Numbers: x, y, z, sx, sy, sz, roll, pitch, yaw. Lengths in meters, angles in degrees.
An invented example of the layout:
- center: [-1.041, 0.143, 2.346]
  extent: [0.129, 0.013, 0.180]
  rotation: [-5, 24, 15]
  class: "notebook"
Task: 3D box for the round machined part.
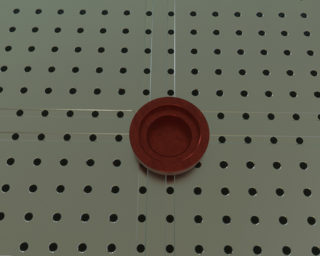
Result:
- center: [0.012, 0.012, 0.398]
  extent: [0.099, 0.042, 0.098]
  rotation: [0, 70, 0]
  class: "round machined part"
